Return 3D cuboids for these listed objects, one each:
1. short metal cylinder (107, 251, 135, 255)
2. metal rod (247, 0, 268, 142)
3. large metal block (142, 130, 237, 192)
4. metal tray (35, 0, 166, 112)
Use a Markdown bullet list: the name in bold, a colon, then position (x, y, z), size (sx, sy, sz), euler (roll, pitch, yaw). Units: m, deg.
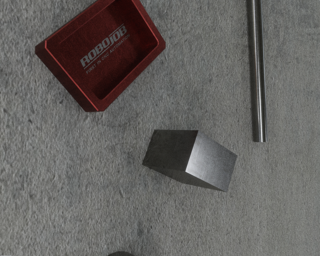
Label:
- **short metal cylinder**: position (-0.039, 0.191, 0.356), size (0.081, 0.050, 0.080), euler (0, 90, -40)
- **metal rod**: position (0.171, -0.125, 0.547), size (0.025, 0.025, 0.298), euler (-6, 94, -40)
- **large metal block**: position (0.038, 0.041, 0.401), size (0.080, 0.080, 0.050), euler (31, 71, -36)
- **metal tray**: position (-0.060, -0.091, 0.350), size (0.130, 0.030, 0.090), euler (-51, 120, -28)
